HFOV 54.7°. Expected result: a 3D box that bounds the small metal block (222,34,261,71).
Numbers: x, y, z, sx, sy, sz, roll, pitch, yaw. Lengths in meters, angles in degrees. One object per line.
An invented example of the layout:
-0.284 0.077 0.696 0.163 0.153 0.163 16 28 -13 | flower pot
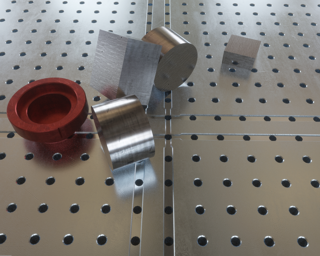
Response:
0.136 -0.127 0.516 0.050 0.025 0.050 18 52 14 | small metal block

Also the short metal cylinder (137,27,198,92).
0.008 -0.101 0.457 0.081 0.080 0.050 -30 56 -23 | short metal cylinder

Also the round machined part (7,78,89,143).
-0.144 -0.019 0.411 0.099 0.042 0.098 0 50 0 | round machined part

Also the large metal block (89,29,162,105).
-0.049 -0.082 0.417 0.050 0.079 0.080 2 20 -38 | large metal block

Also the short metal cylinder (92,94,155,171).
-0.045 0.005 0.367 0.050 0.080 0.080 -18 53 -15 | short metal cylinder
